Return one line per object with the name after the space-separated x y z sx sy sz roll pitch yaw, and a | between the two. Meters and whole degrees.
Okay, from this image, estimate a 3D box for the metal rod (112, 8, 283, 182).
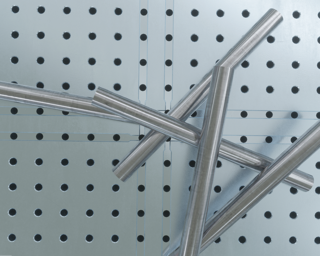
0.050 -0.043 0.414 0.025 0.025 0.300 44 89 -1 | metal rod

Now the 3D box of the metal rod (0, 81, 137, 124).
-0.162 -0.041 0.411 0.302 0.025 0.025 10 90 -1 | metal rod

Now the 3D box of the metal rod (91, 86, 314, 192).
0.060 0.018 0.395 0.302 0.025 0.025 22 90 -8 | metal rod

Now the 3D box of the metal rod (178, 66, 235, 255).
0.049 0.077 0.374 0.025 0.025 0.298 10 95 -1 | metal rod

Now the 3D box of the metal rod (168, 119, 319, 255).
0.116 0.083 0.388 0.025 0.025 0.299 45 100 -1 | metal rod
